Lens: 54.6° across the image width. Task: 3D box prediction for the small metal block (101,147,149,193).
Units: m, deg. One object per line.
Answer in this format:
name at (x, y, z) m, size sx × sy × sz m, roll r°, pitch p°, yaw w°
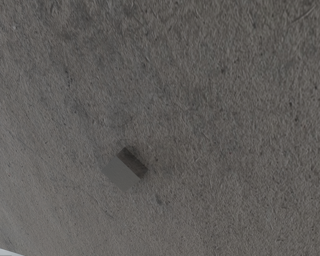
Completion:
small metal block at (-0.055, 0.065, 0.477) m, size 0.050 × 0.025 × 0.050 m, roll 44°, pitch 129°, yaw -3°
